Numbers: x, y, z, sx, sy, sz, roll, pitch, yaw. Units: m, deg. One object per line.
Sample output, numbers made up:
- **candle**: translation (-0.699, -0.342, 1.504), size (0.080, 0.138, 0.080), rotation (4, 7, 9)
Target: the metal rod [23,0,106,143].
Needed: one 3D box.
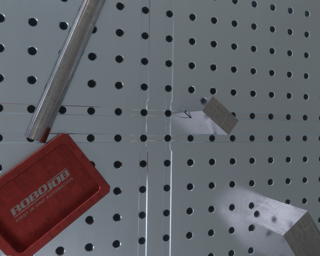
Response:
- **metal rod**: translation (-0.093, -0.125, 0.378), size (0.025, 0.025, 0.299), rotation (23, 82, -19)

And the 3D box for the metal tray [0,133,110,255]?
- **metal tray**: translation (-0.136, 0.078, 0.359), size (0.131, 0.030, 0.090), rotation (-39, 103, -16)

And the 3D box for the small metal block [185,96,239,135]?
- **small metal block**: translation (0.070, -0.016, 0.426), size (0.050, 0.050, 0.025), rotation (40, 77, -16)

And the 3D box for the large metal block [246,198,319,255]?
- **large metal block**: translation (0.186, 0.157, 0.453), size (0.050, 0.080, 0.080), rotation (-36, 102, -16)
